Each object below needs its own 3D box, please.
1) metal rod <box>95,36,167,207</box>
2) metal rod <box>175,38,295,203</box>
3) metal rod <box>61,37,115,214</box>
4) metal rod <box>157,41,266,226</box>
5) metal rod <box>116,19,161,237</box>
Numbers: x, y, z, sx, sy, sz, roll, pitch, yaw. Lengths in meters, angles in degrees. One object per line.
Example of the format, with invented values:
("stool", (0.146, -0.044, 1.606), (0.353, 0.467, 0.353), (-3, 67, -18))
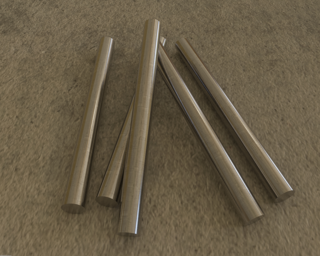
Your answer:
("metal rod", (-0.029, -0.033, 0.430), (0.025, 0.025, 0.300), (9, 50, 7))
("metal rod", (0.087, -0.033, 0.431), (0.025, 0.025, 0.299), (-15, 52, -13))
("metal rod", (-0.091, -0.029, 0.426), (0.025, 0.025, 0.300), (1, 50, 0))
("metal rod", (0.043, -0.018, 0.401), (0.025, 0.025, 0.299), (-17, 58, -14))
("metal rod", (-0.022, -0.022, 0.386), (0.025, 0.025, 0.299), (3, 61, 2))
